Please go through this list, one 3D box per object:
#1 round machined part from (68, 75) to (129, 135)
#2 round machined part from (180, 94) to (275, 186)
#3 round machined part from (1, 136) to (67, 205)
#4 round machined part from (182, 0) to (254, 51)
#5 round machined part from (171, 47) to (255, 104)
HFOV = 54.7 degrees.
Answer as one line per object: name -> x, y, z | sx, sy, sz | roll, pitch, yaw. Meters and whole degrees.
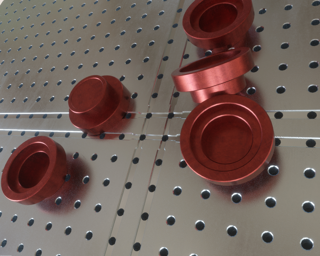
round machined part -> -0.100, -0.042, 0.473 | 0.098, 0.042, 0.098 | -13, 56, 20
round machined part -> 0.075, 0.015, 0.342 | 0.098, 0.042, 0.098 | -9, 66, 21
round machined part -> -0.175, 0.064, 0.448 | 0.098, 0.042, 0.098 | -13, 56, 20
round machined part -> 0.085, -0.151, 0.444 | 0.098, 0.042, 0.098 | -13, 56, 20
round machined part -> 0.067, -0.062, 0.380 | 0.098, 0.042, 0.098 | -18, 17, 6
